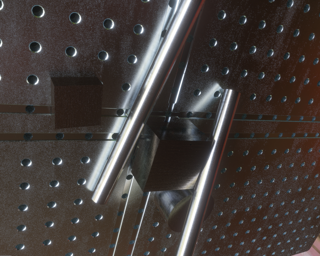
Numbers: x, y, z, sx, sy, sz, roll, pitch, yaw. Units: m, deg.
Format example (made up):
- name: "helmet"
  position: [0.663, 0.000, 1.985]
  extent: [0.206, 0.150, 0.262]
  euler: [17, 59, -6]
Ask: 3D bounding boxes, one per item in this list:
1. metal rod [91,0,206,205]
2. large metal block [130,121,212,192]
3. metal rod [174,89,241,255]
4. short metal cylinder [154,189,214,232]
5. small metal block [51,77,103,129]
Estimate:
- name: "metal rod"
  position: [-0.019, -0.030, 0.383]
  extent: [0.025, 0.025, 0.298]
  euler: [14, 111, -35]
- name: "large metal block"
  position: [0.013, 0.039, 0.428]
  extent: [0.081, 0.050, 0.079]
  euler: [3, 117, -30]
- name: "metal rod"
  position: [0.060, 0.091, 0.441]
  extent: [0.025, 0.025, 0.298]
  euler: [16, 91, -35]
- name: "short metal cylinder"
  position: [0.038, 0.117, 0.490]
  extent: [0.081, 0.050, 0.079]
  euler: [-14, 125, -21]
- name: "small metal block"
  position: [-0.093, -0.029, 0.344]
  extent: [0.050, 0.025, 0.050]
  euler: [-6, 121, -26]
